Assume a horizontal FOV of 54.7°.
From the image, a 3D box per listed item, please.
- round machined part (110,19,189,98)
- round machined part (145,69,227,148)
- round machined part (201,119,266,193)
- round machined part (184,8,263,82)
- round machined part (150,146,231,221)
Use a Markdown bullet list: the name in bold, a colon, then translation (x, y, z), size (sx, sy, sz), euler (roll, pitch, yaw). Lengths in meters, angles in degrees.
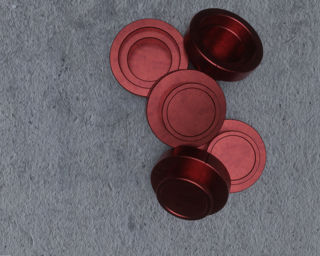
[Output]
- **round machined part**: translation (-0.013, -0.087, 0.402), size (0.099, 0.042, 0.097), euler (0, 90, -1)
- **round machined part**: translation (0.033, -0.021, 0.370), size (0.099, 0.042, 0.097), euler (-2, 101, -8)
- **round machined part**: translation (0.090, 0.037, 0.404), size (0.099, 0.042, 0.097), euler (0, 90, -1)
- **round machined part**: translation (0.075, -0.099, 0.390), size (0.099, 0.042, 0.098), euler (8, 63, -16)
- **round machined part**: translation (0.034, 0.074, 0.378), size (0.098, 0.042, 0.097), euler (11, 125, 16)
